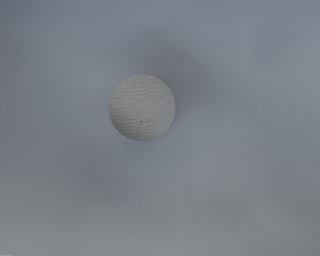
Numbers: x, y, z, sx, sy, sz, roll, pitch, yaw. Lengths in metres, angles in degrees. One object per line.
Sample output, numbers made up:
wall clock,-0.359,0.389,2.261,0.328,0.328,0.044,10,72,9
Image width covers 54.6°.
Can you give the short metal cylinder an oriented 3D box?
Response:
short metal cylinder,-0.022,-0.025,0.397,0.080,0.050,0.080,0,90,0
